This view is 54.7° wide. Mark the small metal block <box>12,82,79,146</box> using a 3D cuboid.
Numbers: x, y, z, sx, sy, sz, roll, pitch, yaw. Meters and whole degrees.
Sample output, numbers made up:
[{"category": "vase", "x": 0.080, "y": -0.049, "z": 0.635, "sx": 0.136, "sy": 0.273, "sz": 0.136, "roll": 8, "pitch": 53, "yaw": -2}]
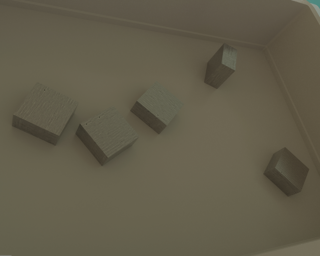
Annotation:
[{"category": "small metal block", "x": -0.127, "y": -0.016, "z": 0.347, "sx": 0.050, "sy": 0.025, "sz": 0.050, "roll": 27, "pitch": 52, "yaw": -11}]

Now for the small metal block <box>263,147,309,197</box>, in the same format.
[{"category": "small metal block", "x": 0.192, "y": 0.066, "z": 0.468, "sx": 0.050, "sy": 0.025, "sz": 0.050, "roll": 43, "pitch": 51, "yaw": 1}]

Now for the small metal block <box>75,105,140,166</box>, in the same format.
[{"category": "small metal block", "x": -0.062, "y": 0.008, "z": 0.367, "sx": 0.050, "sy": 0.025, "sz": 0.050, "roll": 50, "pitch": 51, "yaw": 7}]

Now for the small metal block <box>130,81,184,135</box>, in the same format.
[{"category": "small metal block", "x": -0.003, "y": -0.028, "z": 0.421, "sx": 0.050, "sy": 0.025, "sz": 0.050, "roll": 40, "pitch": 51, "yaw": -1}]

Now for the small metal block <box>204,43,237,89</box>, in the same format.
[{"category": "small metal block", "x": 0.099, "y": -0.100, "z": 0.504, "sx": 0.025, "sy": 0.050, "sz": 0.050, "roll": 25, "pitch": 53, "yaw": -13}]
